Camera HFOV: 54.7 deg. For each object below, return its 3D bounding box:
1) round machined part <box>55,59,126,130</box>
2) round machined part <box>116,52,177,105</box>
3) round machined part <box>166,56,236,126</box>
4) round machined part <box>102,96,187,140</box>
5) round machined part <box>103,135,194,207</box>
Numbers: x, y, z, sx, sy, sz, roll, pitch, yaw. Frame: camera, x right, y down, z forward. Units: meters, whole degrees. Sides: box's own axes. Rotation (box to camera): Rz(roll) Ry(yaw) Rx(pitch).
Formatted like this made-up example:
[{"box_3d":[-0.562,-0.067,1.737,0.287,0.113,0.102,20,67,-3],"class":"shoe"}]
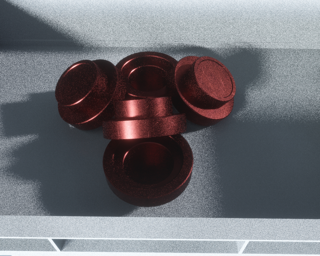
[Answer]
[{"box_3d":[-0.097,-0.050,0.405,0.098,0.042,0.098,-13,60,24],"class":"round machined part"},{"box_3d":[-0.016,-0.063,0.443,0.099,0.042,0.098,0,50,0],"class":"round machined part"},{"box_3d":[0.061,-0.055,0.409,0.099,0.042,0.098,15,58,-26],"class":"round machined part"},{"box_3d":[-0.019,-0.014,0.366,0.099,0.098,0.042,-5,95,-4],"class":"round machined part"},{"box_3d":[-0.013,0.045,0.353,0.099,0.042,0.098,0,50,0],"class":"round machined part"}]
